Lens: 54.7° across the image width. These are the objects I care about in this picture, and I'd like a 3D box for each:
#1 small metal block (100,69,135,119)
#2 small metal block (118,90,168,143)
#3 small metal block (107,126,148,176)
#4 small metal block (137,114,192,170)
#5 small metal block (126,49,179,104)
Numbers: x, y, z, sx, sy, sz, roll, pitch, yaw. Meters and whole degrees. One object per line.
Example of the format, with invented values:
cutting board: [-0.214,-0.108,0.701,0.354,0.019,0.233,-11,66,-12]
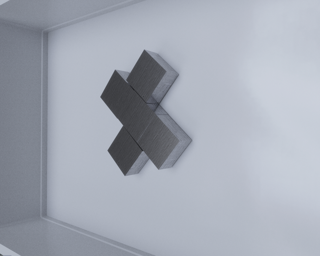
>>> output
small metal block: [-0.054,-0.048,0.449,0.050,0.025,0.050,49,119,29]
small metal block: [-0.025,-0.016,0.424,0.050,0.025,0.050,49,119,29]
small metal block: [-0.042,0.032,0.439,0.050,0.025,0.050,50,120,28]
small metal block: [0.004,0.018,0.400,0.050,0.025,0.050,49,119,29]
small metal block: [-0.011,-0.068,0.413,0.050,0.025,0.050,49,118,28]
